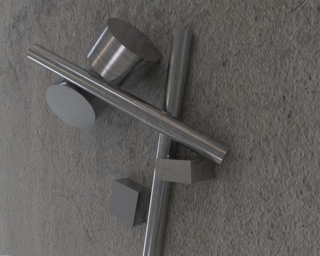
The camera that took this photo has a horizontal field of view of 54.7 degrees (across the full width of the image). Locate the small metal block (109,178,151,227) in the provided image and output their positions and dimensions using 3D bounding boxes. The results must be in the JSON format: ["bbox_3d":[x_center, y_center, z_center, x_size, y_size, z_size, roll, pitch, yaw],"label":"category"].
[{"bbox_3d":[-0.043,0.104,0.441,0.050,0.025,0.050,17,101,38],"label":"small metal block"}]

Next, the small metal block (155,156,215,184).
[{"bbox_3d":[0.030,0.047,0.364,0.050,0.050,0.025,-1,89,40],"label":"small metal block"}]

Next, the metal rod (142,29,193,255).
[{"bbox_3d":[0.008,0.028,0.398,0.025,0.025,0.298,13,98,39],"label":"metal rod"}]

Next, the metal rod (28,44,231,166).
[{"bbox_3d":[-0.052,-0.038,0.390,0.300,0.025,0.025,29,109,18],"label":"metal rod"}]

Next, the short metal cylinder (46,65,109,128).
[{"bbox_3d":[-0.119,-0.046,0.461,0.080,0.050,0.080,16,138,15],"label":"short metal cylinder"}]

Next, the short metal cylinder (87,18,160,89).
[{"bbox_3d":[-0.048,-0.098,0.408,0.050,0.081,0.080,-47,62,30],"label":"short metal cylinder"}]
